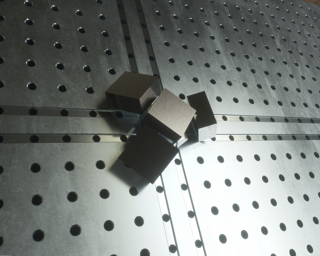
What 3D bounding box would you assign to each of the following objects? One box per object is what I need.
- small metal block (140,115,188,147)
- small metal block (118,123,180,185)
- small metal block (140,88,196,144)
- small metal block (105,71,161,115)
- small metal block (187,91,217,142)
[{"bbox_3d":[0.004,-0.003,0.412,0.050,0.025,0.050,1,64,-27],"label":"small metal block"},{"bbox_3d":[-0.013,0.030,0.366,0.050,0.025,0.050,38,88,-2],"label":"small metal block"},{"bbox_3d":[0.011,-0.015,0.390,0.050,0.025,0.050,36,51,-5],"label":"small metal block"},{"bbox_3d":[-0.034,-0.047,0.402,0.050,0.025,0.050,14,47,24],"label":"small metal block"},{"bbox_3d":[0.058,-0.015,0.428,0.025,0.050,0.050,-17,67,0],"label":"small metal block"}]
